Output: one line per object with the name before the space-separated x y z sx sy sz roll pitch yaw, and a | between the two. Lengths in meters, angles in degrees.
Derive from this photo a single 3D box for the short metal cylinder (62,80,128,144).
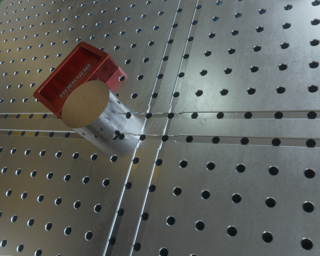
short metal cylinder | -0.095 -0.023 0.454 0.080 0.050 0.080 -13 56 20

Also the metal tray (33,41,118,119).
metal tray | -0.145 -0.081 0.528 0.090 0.030 0.130 32 79 37
